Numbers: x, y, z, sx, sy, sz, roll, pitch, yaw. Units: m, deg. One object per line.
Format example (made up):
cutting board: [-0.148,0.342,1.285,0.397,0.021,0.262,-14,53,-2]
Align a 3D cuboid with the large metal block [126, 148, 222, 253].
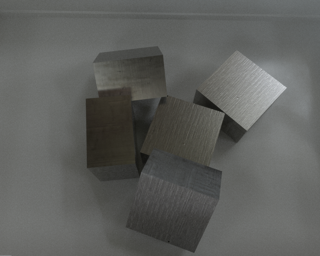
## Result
large metal block: [0.015,0.079,0.343,0.080,0.079,0.050,19,29,5]

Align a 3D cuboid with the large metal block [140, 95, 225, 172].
large metal block: [0.028,0.013,0.391,0.080,0.050,0.080,18,71,6]

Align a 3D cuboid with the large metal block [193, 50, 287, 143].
large metal block: [0.102,-0.041,0.411,0.080,0.050,0.080,42,75,13]

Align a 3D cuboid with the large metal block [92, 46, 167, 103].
large metal block: [-0.037,-0.070,0.398,0.081,0.080,0.050,-7,112,-2]

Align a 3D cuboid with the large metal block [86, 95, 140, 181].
large metal block: [-0.055,0.015,0.373,0.050,0.080,0.080,-5,70,-2]
